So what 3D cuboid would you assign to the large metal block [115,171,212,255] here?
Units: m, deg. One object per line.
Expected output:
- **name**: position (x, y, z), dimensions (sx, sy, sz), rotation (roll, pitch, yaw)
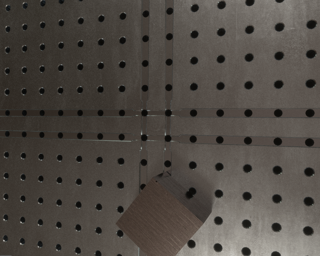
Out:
- **large metal block**: position (0.005, 0.115, 0.397), dimensions (0.080, 0.050, 0.080), rotation (41, 102, 15)
